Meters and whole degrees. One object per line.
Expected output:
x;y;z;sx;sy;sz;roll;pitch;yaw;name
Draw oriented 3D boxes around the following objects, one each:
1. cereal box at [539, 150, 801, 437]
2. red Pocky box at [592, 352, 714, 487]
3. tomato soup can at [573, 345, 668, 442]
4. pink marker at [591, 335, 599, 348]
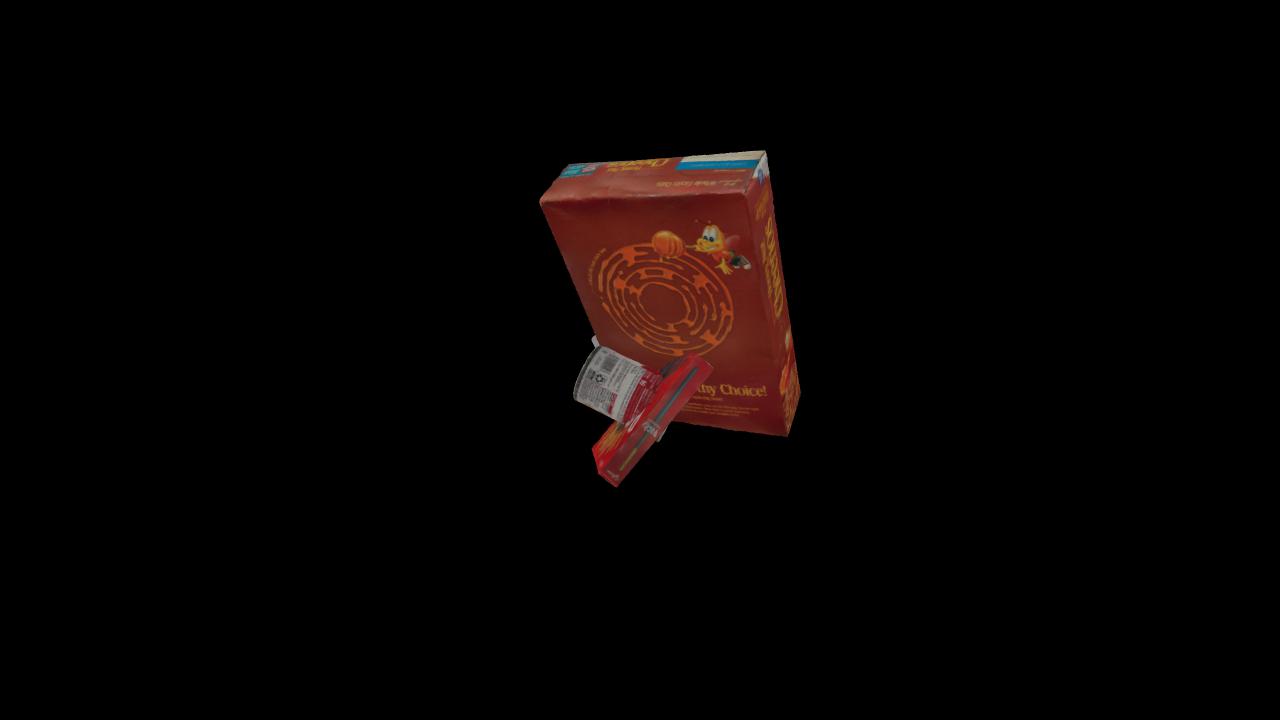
0.046;-0.056;0.635;0.203;0.306;0.081;4;45;27;cereal box
0.009;0.054;0.638;0.028;0.155;0.083;39;1;-15;red Pocky box
-0.011;0.035;0.647;0.101;0.068;0.068;25;4;8;tomato soup can
-0.027;0.022;0.738;0.020;0.121;0.020;-17;28;10;pink marker
